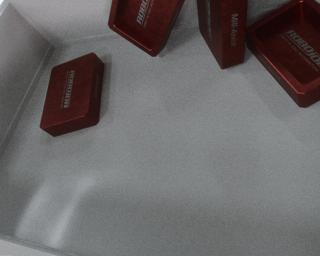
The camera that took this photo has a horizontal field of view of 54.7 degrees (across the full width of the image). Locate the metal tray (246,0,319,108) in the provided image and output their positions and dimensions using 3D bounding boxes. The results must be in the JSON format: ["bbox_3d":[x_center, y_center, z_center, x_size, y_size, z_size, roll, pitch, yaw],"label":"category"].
[{"bbox_3d":[0.172,-0.096,0.370,0.090,0.030,0.130,-30,52,8],"label":"metal tray"}]

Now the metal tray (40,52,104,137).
[{"bbox_3d":[-0.142,-0.056,0.509,0.090,0.030,0.130,-15,56,19],"label":"metal tray"}]

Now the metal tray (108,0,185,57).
[{"bbox_3d":[-0.020,-0.172,0.433,0.090,0.129,0.030,34,57,2],"label":"metal tray"}]

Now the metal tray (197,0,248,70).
[{"bbox_3d":[0.074,-0.148,0.385,0.030,0.130,0.090,-19,56,0],"label":"metal tray"}]
